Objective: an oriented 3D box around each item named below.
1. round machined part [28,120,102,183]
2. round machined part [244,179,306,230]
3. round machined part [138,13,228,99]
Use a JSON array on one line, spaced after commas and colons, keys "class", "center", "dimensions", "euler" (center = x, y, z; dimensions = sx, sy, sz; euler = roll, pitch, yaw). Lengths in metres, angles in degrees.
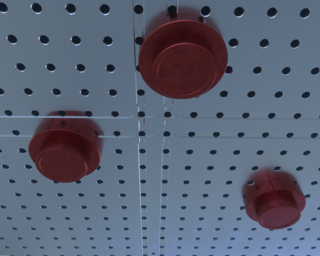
[{"class": "round machined part", "center": [-0.133, 0.039, 0.432], "dimensions": [0.099, 0.042, 0.097], "euler": [0, 130, 0]}, {"class": "round machined part", "center": [0.194, 0.133, 0.517], "dimensions": [0.099, 0.042, 0.097], "euler": [-1, 130, 0]}, {"class": "round machined part", "center": [0.026, -0.071, 0.341], "dimensions": [0.099, 0.042, 0.097], "euler": [-1, 130, 0]}]
